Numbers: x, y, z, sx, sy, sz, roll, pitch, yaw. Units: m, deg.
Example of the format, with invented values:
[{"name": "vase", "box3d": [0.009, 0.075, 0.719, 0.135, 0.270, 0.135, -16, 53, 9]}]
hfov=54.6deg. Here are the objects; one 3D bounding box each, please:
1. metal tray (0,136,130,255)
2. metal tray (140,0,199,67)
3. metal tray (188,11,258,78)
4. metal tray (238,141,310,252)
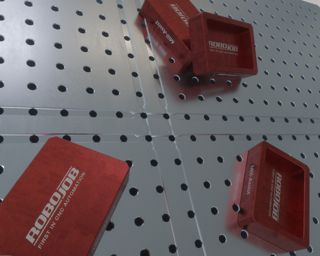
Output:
[{"name": "metal tray", "box3d": [-0.094, 0.077, 0.290, 0.090, 0.030, 0.130, 20, 52, 6]}, {"name": "metal tray", "box3d": [0.039, -0.174, 0.531, 0.091, 0.030, 0.130, -31, 79, -38]}, {"name": "metal tray", "box3d": [0.106, -0.131, 0.507, 0.131, 0.030, 0.090, -4, 87, -40]}, {"name": "metal tray", "box3d": [0.164, 0.092, 0.435, 0.090, 0.030, 0.130, 29, 52, -10]}]
